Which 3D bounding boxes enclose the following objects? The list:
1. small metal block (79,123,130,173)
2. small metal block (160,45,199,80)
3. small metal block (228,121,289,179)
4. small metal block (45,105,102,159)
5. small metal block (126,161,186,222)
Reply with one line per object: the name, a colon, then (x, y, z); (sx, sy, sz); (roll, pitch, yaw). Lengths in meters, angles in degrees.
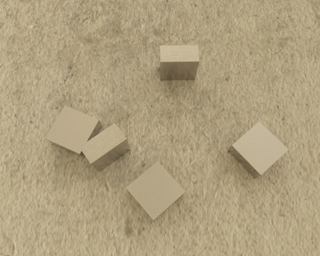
small metal block: (-0.066, 0.026, 0.385); (0.050, 0.050, 0.025); (-35, 74, -12)
small metal block: (0.025, -0.089, 0.428); (0.050, 0.050, 0.025); (-1, 70, -1)
small metal block: (0.125, 0.028, 0.399); (0.050, 0.025, 0.050); (-39, 75, -13)
small metal block: (-0.112, 0.005, 0.405); (0.050, 0.025, 0.050); (23, 71, 8)
small metal block: (-0.005, 0.078, 0.380); (0.050, 0.025, 0.050); (-39, 75, -13)
